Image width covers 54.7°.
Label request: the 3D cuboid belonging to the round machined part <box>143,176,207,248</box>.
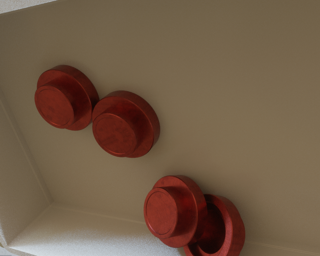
[{"bbox_3d":[0.014,0.115,0.429,0.098,0.042,0.097,-7,81,47],"label":"round machined part"}]

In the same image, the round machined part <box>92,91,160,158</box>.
[{"bbox_3d":[-0.053,0.001,0.427,0.098,0.042,0.097,13,124,21],"label":"round machined part"}]

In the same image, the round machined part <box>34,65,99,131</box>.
[{"bbox_3d":[-0.140,-0.038,0.448,0.098,0.042,0.097,13,124,21],"label":"round machined part"}]

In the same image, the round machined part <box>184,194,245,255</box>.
[{"bbox_3d":[0.076,0.142,0.422,0.042,0.098,0.098,17,138,-32],"label":"round machined part"}]

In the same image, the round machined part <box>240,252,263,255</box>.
[{"bbox_3d":[0.142,0.241,0.474,0.098,0.042,0.097,13,124,21],"label":"round machined part"}]
